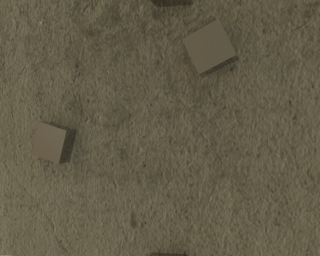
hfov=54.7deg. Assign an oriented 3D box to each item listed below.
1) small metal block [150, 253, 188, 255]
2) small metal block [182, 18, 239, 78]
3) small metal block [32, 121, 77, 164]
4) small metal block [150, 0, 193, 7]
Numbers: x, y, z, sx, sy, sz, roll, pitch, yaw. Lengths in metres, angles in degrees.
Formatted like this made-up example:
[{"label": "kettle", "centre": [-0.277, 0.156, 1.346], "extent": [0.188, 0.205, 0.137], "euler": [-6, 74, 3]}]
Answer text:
[{"label": "small metal block", "centre": [0.011, 0.194, 0.404], "extent": [0.050, 0.025, 0.050], "euler": [-5, 88, 19]}, {"label": "small metal block", "centre": [0.063, -0.098, 0.386], "extent": [0.050, 0.025, 0.050], "euler": [-26, 82, 17]}, {"label": "small metal block", "centre": [-0.158, 0.021, 0.463], "extent": [0.050, 0.025, 0.050], "euler": [17, 95, 19]}, {"label": "small metal block", "centre": [0.016, -0.188, 0.403], "extent": [0.050, 0.025, 0.050], "euler": [3, 91, 19]}]
